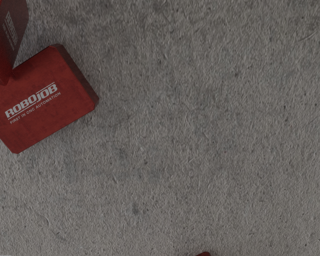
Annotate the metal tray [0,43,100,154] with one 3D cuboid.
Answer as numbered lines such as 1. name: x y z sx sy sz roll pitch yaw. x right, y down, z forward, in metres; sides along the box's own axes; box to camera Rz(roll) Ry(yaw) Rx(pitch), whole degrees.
1. metal tray: -0.156 -0.035 0.393 0.130 0.030 0.090 -29 108 10

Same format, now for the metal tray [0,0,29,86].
1. metal tray: -0.160 -0.098 0.300 0.030 0.130 0.090 17 82 -17

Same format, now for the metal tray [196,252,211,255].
1. metal tray: 0.071 0.274 0.509 0.090 0.030 0.130 -29 108 10
